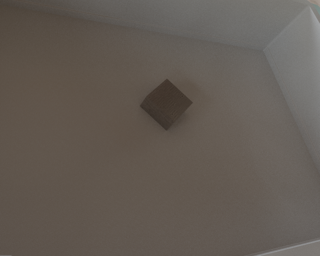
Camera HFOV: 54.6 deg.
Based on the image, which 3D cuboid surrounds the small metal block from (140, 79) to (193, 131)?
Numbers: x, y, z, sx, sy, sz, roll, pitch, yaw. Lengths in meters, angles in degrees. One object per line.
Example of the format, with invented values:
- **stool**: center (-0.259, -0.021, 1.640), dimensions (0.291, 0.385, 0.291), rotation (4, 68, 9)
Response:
- **small metal block**: center (0.009, -0.033, 0.430), dimensions (0.050, 0.025, 0.050), rotation (43, 51, 1)
